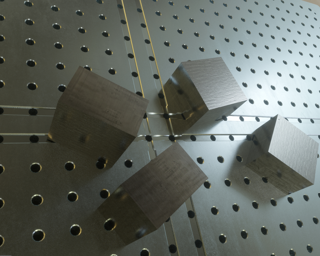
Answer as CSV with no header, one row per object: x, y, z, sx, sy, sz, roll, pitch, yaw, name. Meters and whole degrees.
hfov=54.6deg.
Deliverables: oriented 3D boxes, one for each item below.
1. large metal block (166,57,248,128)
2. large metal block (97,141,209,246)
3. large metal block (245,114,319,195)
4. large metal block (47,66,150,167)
0.069,-0.055,0.462,0.081,0.050,0.080,-15,70,-34,large metal block
-0.009,0.069,0.325,0.080,0.080,0.050,-35,82,-38,large metal block
0.185,0.040,0.467,0.080,0.050,0.080,35,51,-5,large metal block
-0.069,-0.009,0.341,0.080,0.080,0.050,26,53,-12,large metal block
